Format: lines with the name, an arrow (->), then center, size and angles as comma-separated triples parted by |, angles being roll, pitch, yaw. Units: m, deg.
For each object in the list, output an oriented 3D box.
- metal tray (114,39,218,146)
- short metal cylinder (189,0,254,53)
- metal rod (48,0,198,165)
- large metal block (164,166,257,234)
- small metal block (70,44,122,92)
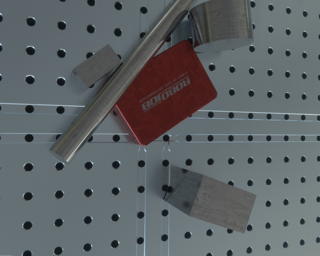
metal tray -> 0.002, -0.047, 0.412 | 0.131, 0.030, 0.090 | -34, 101, -17
short metal cylinder -> 0.082, -0.135, 0.415 | 0.081, 0.080, 0.050 | -8, 93, -20
metal rod -> -0.025, -0.084, 0.373 | 0.025, 0.025, 0.300 | 41, 65, -16
large metal block -> 0.063, 0.092, 0.408 | 0.080, 0.080, 0.050 | 23, 83, -19
small metal block -> -0.078, -0.070, 0.371 | 0.050, 0.050, 0.025 | -41, 103, -16
